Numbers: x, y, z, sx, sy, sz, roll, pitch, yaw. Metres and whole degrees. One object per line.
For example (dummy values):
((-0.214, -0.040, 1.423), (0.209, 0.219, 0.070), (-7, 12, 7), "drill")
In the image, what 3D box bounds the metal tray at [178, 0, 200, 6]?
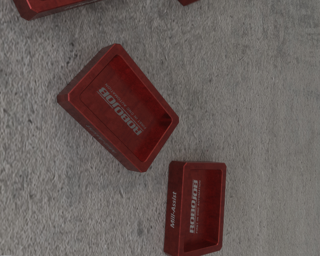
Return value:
((0.037, -0.251, 0.431), (0.090, 0.030, 0.130), (32, 70, -35), "metal tray")

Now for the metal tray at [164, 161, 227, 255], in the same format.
((0.053, 0.113, 0.445), (0.091, 0.030, 0.129), (6, 86, -40), "metal tray")

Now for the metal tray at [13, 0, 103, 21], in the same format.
((-0.097, -0.174, 0.319), (0.131, 0.030, 0.090), (-34, 111, -35), "metal tray")

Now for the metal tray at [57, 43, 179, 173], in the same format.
((-0.042, -0.021, 0.365), (0.130, 0.030, 0.090), (49, 61, -29), "metal tray")
